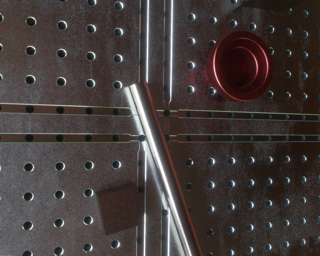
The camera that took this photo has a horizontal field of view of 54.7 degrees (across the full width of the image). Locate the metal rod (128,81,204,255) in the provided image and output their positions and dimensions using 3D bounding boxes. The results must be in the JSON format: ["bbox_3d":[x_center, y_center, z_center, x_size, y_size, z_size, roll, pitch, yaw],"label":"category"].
[{"bbox_3d":[0.017,0.083,0.420,0.025,0.025,0.298,-21,97,-19],"label":"metal rod"}]

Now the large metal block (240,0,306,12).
[{"bbox_3d":[0.168,-0.226,0.463,0.081,0.050,0.079,0,90,-21],"label":"large metal block"}]

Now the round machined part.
[{"bbox_3d":[0.110,-0.086,0.446,0.099,0.042,0.097,0,90,-21],"label":"round machined part"}]

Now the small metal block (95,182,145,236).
[{"bbox_3d":[-0.051,0.102,0.395,0.050,0.025,0.050,-12,94,-20],"label":"small metal block"}]
